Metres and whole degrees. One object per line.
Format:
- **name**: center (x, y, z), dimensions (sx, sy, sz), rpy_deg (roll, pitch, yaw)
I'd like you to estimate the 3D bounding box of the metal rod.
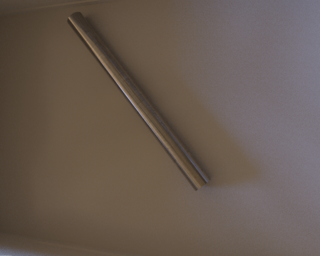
- **metal rod**: center (-0.035, -0.044, 0.421), dimensions (0.025, 0.025, 0.300), rpy_deg (-41, 78, 15)
